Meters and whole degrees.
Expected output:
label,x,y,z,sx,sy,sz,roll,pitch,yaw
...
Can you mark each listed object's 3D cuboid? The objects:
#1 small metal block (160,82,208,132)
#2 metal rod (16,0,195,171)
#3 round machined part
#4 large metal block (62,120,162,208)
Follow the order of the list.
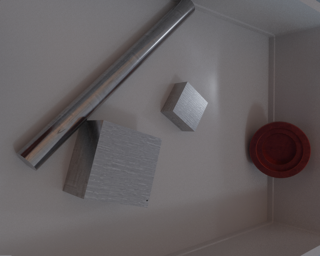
label,x,y,z,sx,sy,sz,roll,pitch,yaw
small metal block,0.035,-0.029,0.438,0.050,0.025,0.050,41,65,-33
metal rod,-0.045,-0.070,0.370,0.301,0.025,0.025,-51,120,-28
round machined part,0.212,0.036,0.549,0.042,0.098,0.097,-13,100,-70
large metal block,-0.052,0.041,0.349,0.080,0.050,0.080,20,77,-39
